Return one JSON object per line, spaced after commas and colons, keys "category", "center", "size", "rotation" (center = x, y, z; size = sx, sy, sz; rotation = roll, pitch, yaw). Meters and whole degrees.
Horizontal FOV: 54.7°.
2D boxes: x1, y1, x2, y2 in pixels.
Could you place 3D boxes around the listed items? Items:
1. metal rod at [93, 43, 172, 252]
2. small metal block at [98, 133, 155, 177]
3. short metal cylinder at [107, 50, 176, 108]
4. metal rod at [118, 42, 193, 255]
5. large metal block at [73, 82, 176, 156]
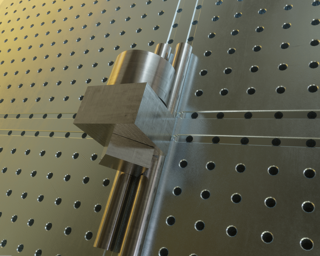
{"category": "metal rod", "center": [-0.029, 0.008, 0.419], "size": [0.025, 0.025, 0.300], "rotation": [1, 62, 28]}
{"category": "small metal block", "center": [-0.040, 0.033, 0.362], "size": [0.050, 0.050, 0.025], "rotation": [20, 65, -12]}
{"category": "short metal cylinder", "center": [-0.024, -0.052, 0.389], "size": [0.080, 0.080, 0.050], "rotation": [1, 62, 28]}
{"category": "metal rod", "center": [0.001, 0.012, 0.400], "size": [0.025, 0.025, 0.300], "rotation": [1, 62, 28]}
{"category": "large metal block", "center": [-0.038, -0.008, 0.365], "size": [0.080, 0.080, 0.050], "rotation": [0, 62, 28]}
